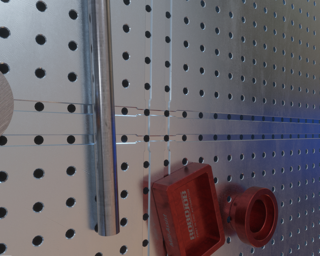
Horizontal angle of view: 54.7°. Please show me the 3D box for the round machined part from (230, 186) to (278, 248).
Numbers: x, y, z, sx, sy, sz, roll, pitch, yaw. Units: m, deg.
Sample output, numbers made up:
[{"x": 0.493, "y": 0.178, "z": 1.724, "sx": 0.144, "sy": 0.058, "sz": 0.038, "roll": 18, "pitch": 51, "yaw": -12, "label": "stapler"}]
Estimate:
[{"x": 0.157, "y": 0.149, "z": 0.530, "sx": 0.099, "sy": 0.042, "sz": 0.097, "roll": 0, "pitch": 90, "yaw": -40, "label": "round machined part"}]

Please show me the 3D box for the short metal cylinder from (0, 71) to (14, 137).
[{"x": -0.169, "y": -0.020, "z": 0.251, "sx": 0.081, "sy": 0.050, "sz": 0.080, "roll": 0, "pitch": 90, "yaw": -40, "label": "short metal cylinder"}]

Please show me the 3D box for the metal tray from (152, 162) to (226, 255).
[{"x": 0.044, "y": 0.125, "z": 0.443, "sx": 0.091, "sy": 0.030, "sz": 0.129, "roll": -21, "pitch": 103, "yaw": -38, "label": "metal tray"}]

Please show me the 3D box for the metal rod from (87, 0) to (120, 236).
[{"x": -0.065, "y": -0.028, "z": 0.354, "sx": 0.025, "sy": 0.025, "sz": 0.298, "roll": -4, "pitch": 93, "yaw": -40, "label": "metal rod"}]
